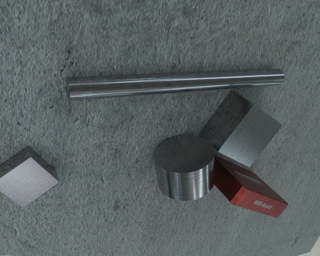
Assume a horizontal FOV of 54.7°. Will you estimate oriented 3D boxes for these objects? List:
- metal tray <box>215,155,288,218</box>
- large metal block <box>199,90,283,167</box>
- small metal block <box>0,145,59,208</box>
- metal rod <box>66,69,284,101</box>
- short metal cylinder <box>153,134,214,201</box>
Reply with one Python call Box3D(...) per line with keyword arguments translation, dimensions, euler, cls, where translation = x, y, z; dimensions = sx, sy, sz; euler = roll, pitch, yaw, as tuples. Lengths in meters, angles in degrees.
Box3D(translation=(0.136, 0.094, 0.499), dimensions=(0.131, 0.090, 0.030), euler=(24, 105, -37), cls="metal tray")
Box3D(translation=(0.120, 0.002, 0.460), dimensions=(0.080, 0.050, 0.080), euler=(26, 104, -38), cls="large metal block")
Box3D(translation=(-0.155, 0.056, 0.358), dimensions=(0.050, 0.025, 0.050), euler=(-36, 130, -5), cls="small metal block")
Box3D(translation=(0.038, -0.058, 0.393), dimensions=(0.303, 0.025, 0.025), euler=(-7, 122, -25), cls="metal rod")
Box3D(translation=(0.034, 0.052, 0.424), dimensions=(0.081, 0.080, 0.050), euler=(-19, 126, -18), cls="short metal cylinder")
